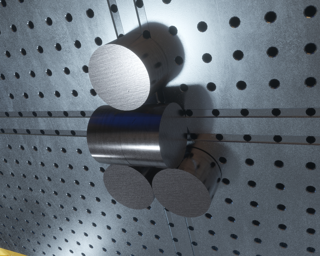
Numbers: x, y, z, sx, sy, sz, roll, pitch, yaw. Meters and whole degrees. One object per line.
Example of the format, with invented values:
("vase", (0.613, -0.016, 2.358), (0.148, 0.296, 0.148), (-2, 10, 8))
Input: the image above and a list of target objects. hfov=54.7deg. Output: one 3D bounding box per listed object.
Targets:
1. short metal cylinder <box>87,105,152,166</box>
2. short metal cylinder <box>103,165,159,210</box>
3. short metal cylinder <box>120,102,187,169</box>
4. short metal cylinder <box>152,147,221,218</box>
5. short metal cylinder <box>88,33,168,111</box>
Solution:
("short metal cylinder", (-0.050, 0.009, 0.406), (0.050, 0.080, 0.080), (0, 119, 28))
("short metal cylinder", (-0.035, 0.072, 0.455), (0.080, 0.050, 0.079), (13, 124, 20))
("short metal cylinder", (-0.005, 0.009, 0.383), (0.050, 0.080, 0.080), (0, 119, 28))
("short metal cylinder", (0.036, 0.073, 0.418), (0.080, 0.050, 0.079), (13, 124, 20))
("short metal cylinder", (-0.037, -0.068, 0.371), (0.080, 0.050, 0.079), (13, 124, 20))
